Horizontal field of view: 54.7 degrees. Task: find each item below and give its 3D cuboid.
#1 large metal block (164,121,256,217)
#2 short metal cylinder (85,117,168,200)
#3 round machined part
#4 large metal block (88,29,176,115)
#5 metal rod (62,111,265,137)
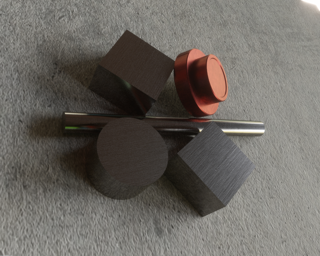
[{"bbox_3d":[0.061,0.051,0.393,0.080,0.050,0.080,48,51,5],"label":"large metal block"},{"bbox_3d":[-0.038,0.035,0.348,0.081,0.050,0.080,14,56,-21],"label":"short metal cylinder"},{"bbox_3d":[0.064,-0.066,0.441,0.098,0.042,0.098,25,59,-50],"label":"round machined part"},{"bbox_3d":[-0.035,-0.071,0.412,0.080,0.050,0.080,32,51,-8],"label":"large metal block"},{"bbox_3d":[0.024,-0.003,0.423,0.303,0.025,0.025,2,61,-28],"label":"metal rod"}]
